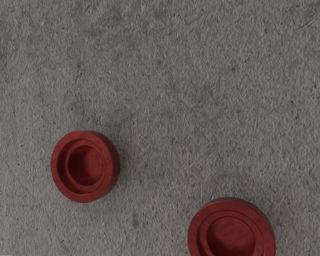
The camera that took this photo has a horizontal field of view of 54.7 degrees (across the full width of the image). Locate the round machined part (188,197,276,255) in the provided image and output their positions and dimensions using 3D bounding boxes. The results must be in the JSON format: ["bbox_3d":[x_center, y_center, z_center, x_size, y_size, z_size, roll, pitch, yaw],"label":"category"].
[{"bbox_3d":[0.086,0.131,0.370,0.098,0.042,0.097,0,90,20],"label":"round machined part"}]

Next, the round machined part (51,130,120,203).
[{"bbox_3d":[-0.100,0.052,0.435,0.098,0.042,0.097,0,90,20],"label":"round machined part"}]
